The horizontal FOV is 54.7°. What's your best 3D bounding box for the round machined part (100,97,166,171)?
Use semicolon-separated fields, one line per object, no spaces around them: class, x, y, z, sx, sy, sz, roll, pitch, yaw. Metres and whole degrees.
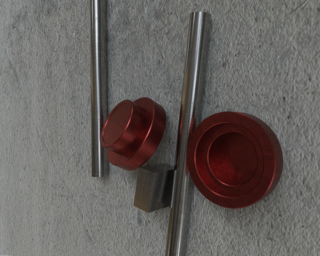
round machined part;-0.040;0.002;0.400;0.098;0.042;0.098;-35;39;35

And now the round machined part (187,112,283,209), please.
round machined part;0.081;0.032;0.327;0.098;0.042;0.097;0;90;40

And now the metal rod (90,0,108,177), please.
metal rod;-0.096;-0.074;0.483;0.025;0.025;0.298;-1;89;40

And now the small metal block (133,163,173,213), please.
small metal block;-0.004;0.074;0.392;0.025;0.050;0.050;15;99;39

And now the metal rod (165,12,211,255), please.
metal rod;0.033;0.014;0.377;0.025;0.025;0.298;10;96;39
